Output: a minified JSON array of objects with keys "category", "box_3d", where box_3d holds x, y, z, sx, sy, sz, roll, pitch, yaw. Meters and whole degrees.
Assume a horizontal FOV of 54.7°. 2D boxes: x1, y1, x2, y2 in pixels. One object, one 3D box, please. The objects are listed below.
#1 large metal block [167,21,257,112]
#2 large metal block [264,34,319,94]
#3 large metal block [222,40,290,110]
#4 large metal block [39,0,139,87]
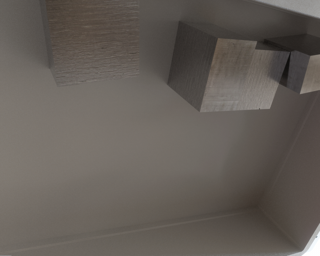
[{"category":"large metal block","box_3d":[0.055,-0.072,0.358,0.050,0.080,0.079,-4,120,-26]},{"category":"large metal block","box_3d":[0.197,-0.091,0.424,0.081,0.080,0.050,-12,124,-22]},{"category":"large metal block","box_3d":[0.111,-0.071,0.409,0.081,0.050,0.079,-4,120,-27]},{"category":"large metal block","box_3d":[-0.067,-0.091,0.299,0.081,0.050,0.079,-12,123,-22]}]
